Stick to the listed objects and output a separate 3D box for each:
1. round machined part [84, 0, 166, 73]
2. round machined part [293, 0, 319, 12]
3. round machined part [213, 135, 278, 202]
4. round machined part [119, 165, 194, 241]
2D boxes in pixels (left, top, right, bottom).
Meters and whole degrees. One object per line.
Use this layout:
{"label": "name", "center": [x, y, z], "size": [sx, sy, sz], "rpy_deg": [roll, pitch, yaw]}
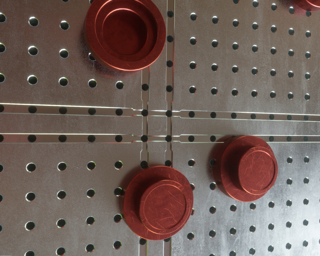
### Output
{"label": "round machined part", "center": [-0.045, -0.117, 0.386], "size": [0.099, 0.042, 0.097], "rpy_deg": [0, 90, -20]}
{"label": "round machined part", "center": [0.255, -0.243, 0.496], "size": [0.099, 0.042, 0.097], "rpy_deg": [0, 90, -20]}
{"label": "round machined part", "center": [0.131, 0.060, 0.451], "size": [0.099, 0.042, 0.097], "rpy_deg": [0, 90, -20]}
{"label": "round machined part", "center": [0.000, 0.098, 0.403], "size": [0.099, 0.042, 0.097], "rpy_deg": [0, 90, -20]}
